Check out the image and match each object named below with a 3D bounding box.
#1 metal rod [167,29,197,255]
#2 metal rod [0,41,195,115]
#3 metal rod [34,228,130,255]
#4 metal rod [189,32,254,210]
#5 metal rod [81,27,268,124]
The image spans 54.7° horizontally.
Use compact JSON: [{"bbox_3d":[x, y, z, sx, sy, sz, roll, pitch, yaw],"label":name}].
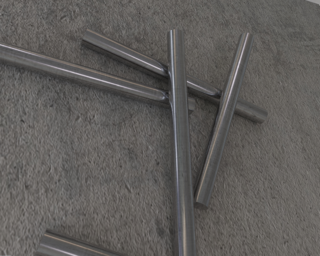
[{"bbox_3d":[0.025,0.003,0.391,0.025,0.025,0.299,9,65,-23],"label":"metal rod"},{"bbox_3d":[-0.093,-0.065,0.393,0.302,0.025,0.025,14,56,-21],"label":"metal rod"},{"bbox_3d":[0.025,0.164,0.316,0.302,0.025,0.025,25,53,-13],"label":"metal rod"},{"bbox_3d":[0.095,-0.028,0.445,0.025,0.025,0.300,28,60,-11],"label":"metal rod"},{"bbox_3d":[0.032,-0.072,0.464,0.302,0.025,0.025,22,54,-15],"label":"metal rod"}]
